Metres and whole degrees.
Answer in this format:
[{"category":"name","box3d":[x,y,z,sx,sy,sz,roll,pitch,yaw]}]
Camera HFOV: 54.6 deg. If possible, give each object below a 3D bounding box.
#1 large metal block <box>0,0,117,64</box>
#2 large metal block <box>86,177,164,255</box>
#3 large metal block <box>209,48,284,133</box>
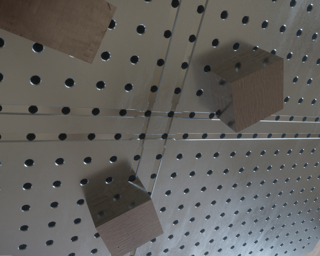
[{"category":"large metal block","box3d":[-0.094,-0.103,0.260,0.080,0.080,0.050,17,110,-35]},{"category":"large metal block","box3d":[-0.049,0.130,0.448,0.080,0.050,0.080,-25,128,-13]},{"category":"large metal block","box3d":[0.120,-0.053,0.427,0.080,0.050,0.080,-26,128,-12]}]
